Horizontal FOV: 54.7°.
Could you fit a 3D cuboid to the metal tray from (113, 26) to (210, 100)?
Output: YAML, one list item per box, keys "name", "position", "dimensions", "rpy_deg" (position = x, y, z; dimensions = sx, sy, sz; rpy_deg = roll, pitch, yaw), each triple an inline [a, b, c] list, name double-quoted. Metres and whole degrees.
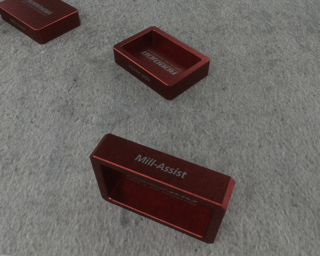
- name: "metal tray"
  position: [0.001, -0.107, 0.489]
  dimensions: [0.091, 0.030, 0.130]
  rpy_deg: [-36, 59, -27]

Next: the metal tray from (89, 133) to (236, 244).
- name: "metal tray"
  position: [0.000, 0.062, 0.308]
  dimensions: [0.130, 0.089, 0.030]
  rpy_deg: [19, 53, 14]

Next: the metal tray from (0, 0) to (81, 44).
- name: "metal tray"
  position: [-0.224, -0.211, 0.574]
  dimensions: [0.130, 0.030, 0.090]
  rpy_deg: [34, 58, 25]
